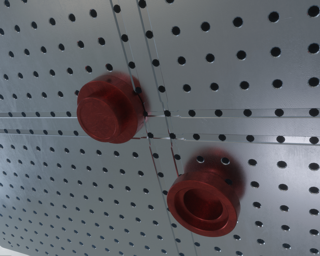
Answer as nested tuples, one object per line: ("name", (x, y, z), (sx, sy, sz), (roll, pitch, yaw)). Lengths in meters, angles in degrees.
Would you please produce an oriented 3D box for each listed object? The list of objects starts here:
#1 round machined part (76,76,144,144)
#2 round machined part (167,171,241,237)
("round machined part", (-0.075, -0.019, 0.429), (0.098, 0.042, 0.097), (13, 124, 21))
("round machined part", (0.062, 0.100, 0.429), (0.098, 0.042, 0.097), (13, 124, 21))
